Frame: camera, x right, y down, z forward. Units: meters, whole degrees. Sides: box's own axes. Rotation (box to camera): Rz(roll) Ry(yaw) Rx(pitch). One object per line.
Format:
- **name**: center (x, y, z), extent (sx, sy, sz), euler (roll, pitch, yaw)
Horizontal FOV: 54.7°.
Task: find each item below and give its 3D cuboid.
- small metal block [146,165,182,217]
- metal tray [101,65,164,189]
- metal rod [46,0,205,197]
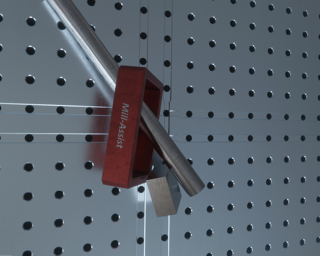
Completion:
- **small metal block**: center (0.006, 0.078, 0.398), extent (0.025, 0.050, 0.050), euler (-13, 100, 14)
- **metal tray**: center (-0.028, 0.001, 0.367), extent (0.030, 0.090, 0.129), euler (7, 87, 14)
- **metal rod**: center (-0.041, -0.042, 0.379), extent (0.025, 0.025, 0.299), euler (-37, 95, -16)
